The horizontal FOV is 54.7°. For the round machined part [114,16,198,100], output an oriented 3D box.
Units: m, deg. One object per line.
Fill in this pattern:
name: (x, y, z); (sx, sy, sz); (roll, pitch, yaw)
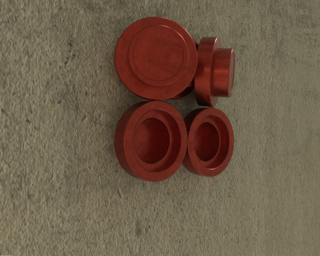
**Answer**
round machined part: (-0.004, -0.081, 0.363); (0.099, 0.042, 0.097); (0, 93, -7)

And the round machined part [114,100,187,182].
round machined part: (-0.015, 0.015, 0.384); (0.099, 0.042, 0.097); (0, 90, -40)

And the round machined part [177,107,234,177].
round machined part: (0.060, 0.020, 0.448); (0.099, 0.042, 0.097); (0, 90, -40)

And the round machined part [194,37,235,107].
round machined part: (0.081, -0.078, 0.437); (0.098, 0.042, 0.097); (5, 91, -71)

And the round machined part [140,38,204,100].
round machined part: (0.020, -0.087, 0.413); (0.099, 0.042, 0.097); (0, 90, -40)
